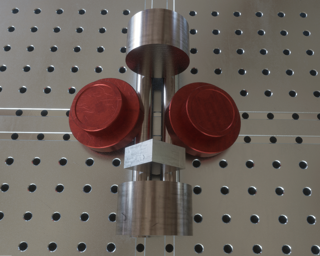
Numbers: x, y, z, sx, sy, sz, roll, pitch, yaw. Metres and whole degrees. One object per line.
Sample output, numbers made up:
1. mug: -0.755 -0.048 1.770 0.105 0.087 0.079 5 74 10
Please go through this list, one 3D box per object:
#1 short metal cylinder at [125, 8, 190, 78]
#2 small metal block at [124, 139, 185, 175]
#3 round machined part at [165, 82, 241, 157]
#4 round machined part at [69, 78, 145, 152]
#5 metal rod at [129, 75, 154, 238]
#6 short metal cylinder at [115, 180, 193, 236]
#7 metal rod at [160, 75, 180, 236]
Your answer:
1. short metal cylinder: -0.003 -0.106 0.398 0.080 0.080 0.050 1 70 0
2. small metal block: -0.006 0.035 0.361 0.050 0.050 0.025 18 64 -38
3. round machined part: 0.059 -0.015 0.394 0.099 0.042 0.098 5 70 -14
4. round machined part: -0.073 -0.021 0.397 0.098 0.042 0.098 -5 69 13
5. metal rod: -0.021 -0.012 0.415 0.025 0.025 0.299 1 70 0
6. short metal cylinder: -0.006 0.087 0.327 0.080 0.080 0.050 1 70 0
7. metal rod: 0.014 -0.013 0.416 0.025 0.025 0.299 1 70 0
